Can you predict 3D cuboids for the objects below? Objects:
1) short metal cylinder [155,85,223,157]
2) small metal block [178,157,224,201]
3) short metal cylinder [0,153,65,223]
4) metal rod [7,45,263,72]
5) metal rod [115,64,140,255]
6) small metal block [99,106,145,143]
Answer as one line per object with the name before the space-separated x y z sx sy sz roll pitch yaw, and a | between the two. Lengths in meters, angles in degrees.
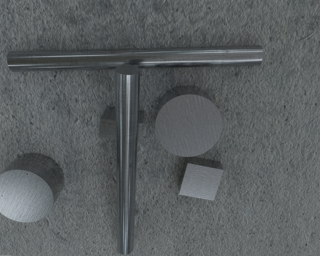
short metal cylinder | 0.034 -0.010 0.393 0.081 0.050 0.079 0 110 0
small metal block | 0.056 0.070 0.436 0.050 0.025 0.050 11 110 -5
short metal cylinder | -0.179 0.081 0.424 0.081 0.050 0.079 0 110 0
metal rod | -0.029 -0.085 0.378 0.302 0.025 0.025 -1 110 0
metal rod | -0.043 0.063 0.393 0.025 0.025 0.298 4 125 -2
small metal block | -0.047 -0.006 0.394 0.050 0.050 0.025 7 110 -3
